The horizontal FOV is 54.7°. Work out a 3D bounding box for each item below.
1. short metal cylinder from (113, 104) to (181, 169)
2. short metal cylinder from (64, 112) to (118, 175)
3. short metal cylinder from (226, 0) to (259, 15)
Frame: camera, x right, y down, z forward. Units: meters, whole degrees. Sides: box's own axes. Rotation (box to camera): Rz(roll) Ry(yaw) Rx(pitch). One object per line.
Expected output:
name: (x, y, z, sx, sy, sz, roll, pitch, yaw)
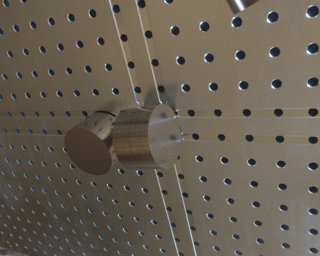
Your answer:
short metal cylinder: (-0.014, 0.012, 0.391, 0.050, 0.080, 0.080, -5, 116, 30)
short metal cylinder: (-0.092, 0.023, 0.458, 0.080, 0.050, 0.079, 13, 124, 21)
short metal cylinder: (0.083, -0.136, 0.248, 0.080, 0.080, 0.050, -25, 105, 37)
